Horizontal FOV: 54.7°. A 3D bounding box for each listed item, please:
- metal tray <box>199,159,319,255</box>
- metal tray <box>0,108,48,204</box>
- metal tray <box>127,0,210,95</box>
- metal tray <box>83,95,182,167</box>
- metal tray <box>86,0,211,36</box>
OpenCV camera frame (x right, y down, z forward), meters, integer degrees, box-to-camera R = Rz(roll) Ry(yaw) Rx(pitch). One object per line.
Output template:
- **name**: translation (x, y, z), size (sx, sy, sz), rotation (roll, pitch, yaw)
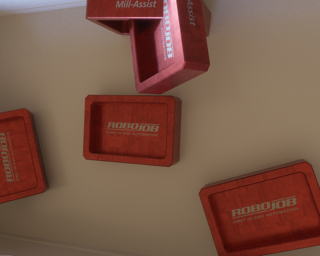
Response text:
- **metal tray**: translation (0.122, 0.097, 0.364), size (0.130, 0.030, 0.090), rotation (-19, 84, 18)
- **metal tray**: translation (-0.228, 0.043, 0.463), size (0.091, 0.030, 0.129), rotation (-13, 85, -13)
- **metal tray**: translation (0.003, -0.109, 0.322), size (0.090, 0.030, 0.129), rotation (-19, 75, 55)
- **metal tray**: translation (-0.039, 0.002, 0.420), size (0.130, 0.030, 0.089), rotation (3, 91, 19)
- **metal tray**: translation (-0.011, -0.137, 0.378), size (0.130, 0.090, 0.030), rotation (7, 96, 19)
